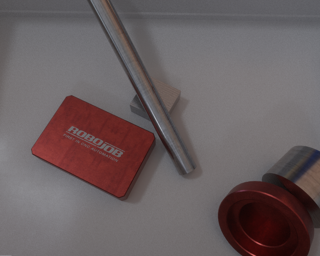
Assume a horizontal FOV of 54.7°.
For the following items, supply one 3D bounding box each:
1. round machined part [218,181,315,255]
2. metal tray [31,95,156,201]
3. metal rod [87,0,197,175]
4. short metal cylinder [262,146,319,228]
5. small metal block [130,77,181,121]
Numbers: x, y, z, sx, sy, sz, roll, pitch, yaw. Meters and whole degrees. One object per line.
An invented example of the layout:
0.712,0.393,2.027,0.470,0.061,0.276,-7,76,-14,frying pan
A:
0.119,0.102,0.345,0.098,0.097,0.042,43,40,13,round machined part
-0.082,0.024,0.397,0.130,0.030,0.090,25,72,8,metal tray
-0.034,-0.078,0.378,0.025,0.025,0.299,-29,95,-10,metal rod
0.167,0.067,0.357,0.050,0.080,0.080,-39,75,-16,short metal cylinder
-0.006,-0.036,0.423,0.050,0.025,0.050,27,72,9,small metal block
